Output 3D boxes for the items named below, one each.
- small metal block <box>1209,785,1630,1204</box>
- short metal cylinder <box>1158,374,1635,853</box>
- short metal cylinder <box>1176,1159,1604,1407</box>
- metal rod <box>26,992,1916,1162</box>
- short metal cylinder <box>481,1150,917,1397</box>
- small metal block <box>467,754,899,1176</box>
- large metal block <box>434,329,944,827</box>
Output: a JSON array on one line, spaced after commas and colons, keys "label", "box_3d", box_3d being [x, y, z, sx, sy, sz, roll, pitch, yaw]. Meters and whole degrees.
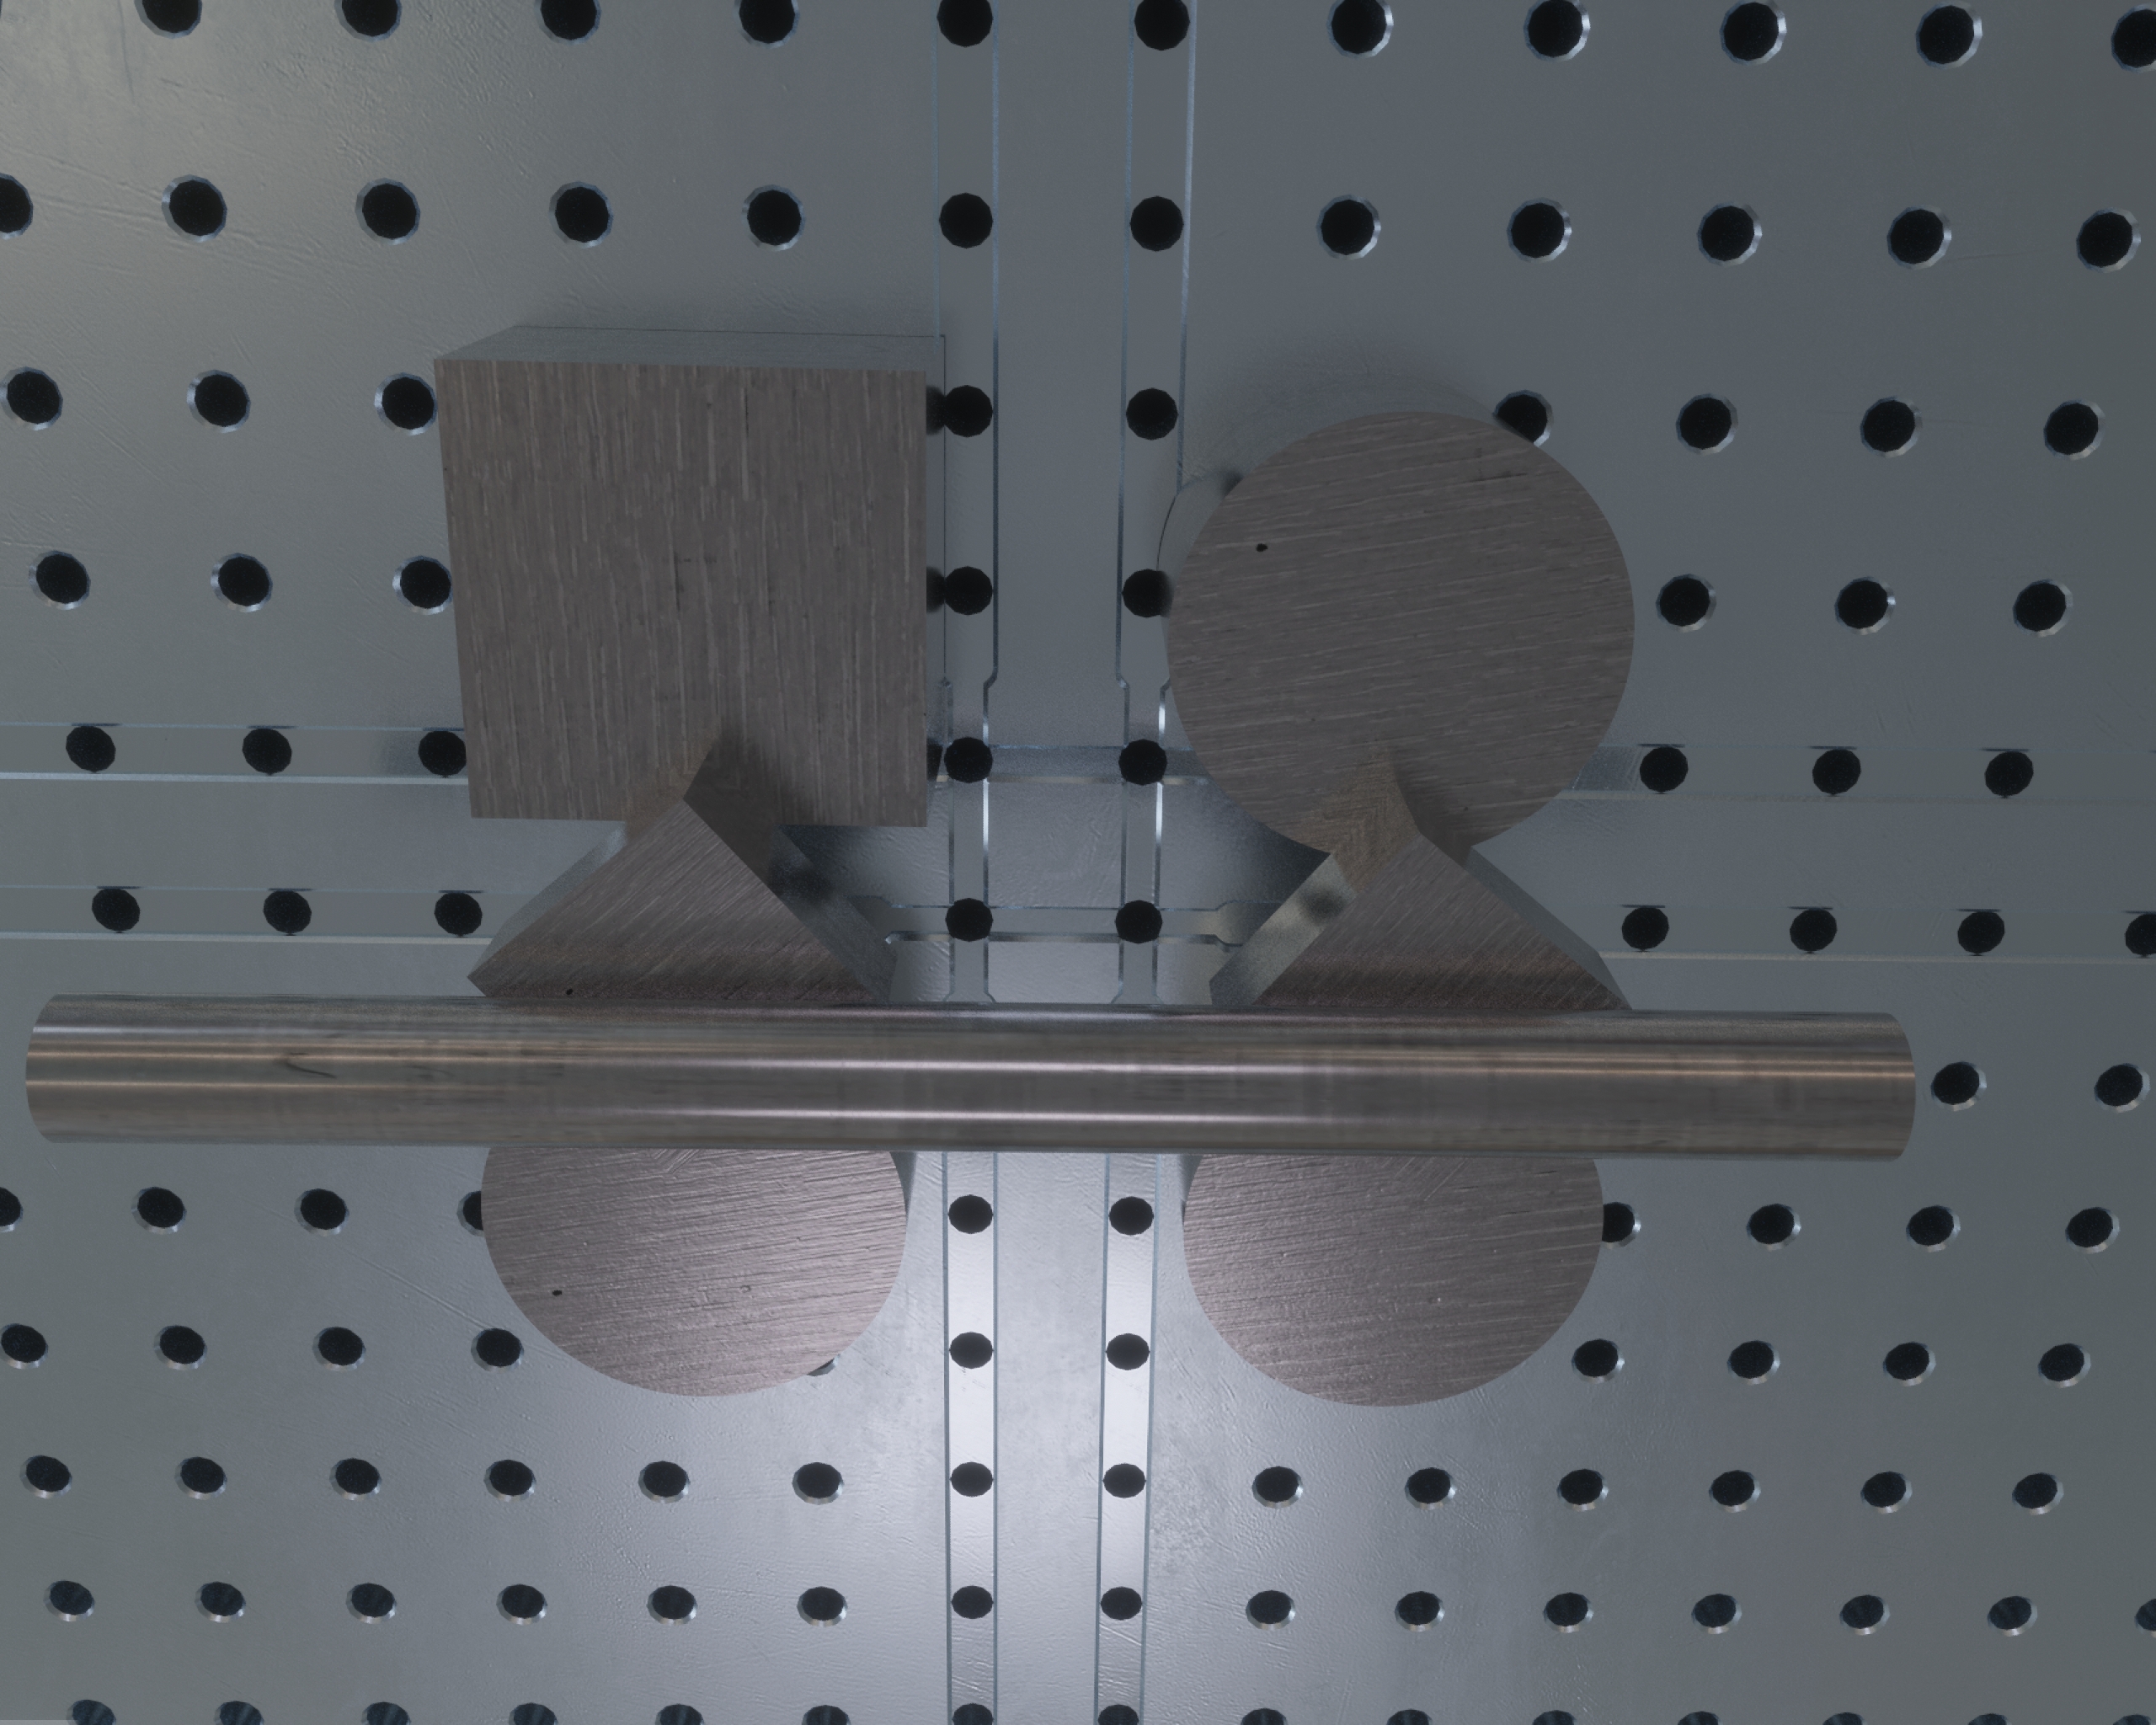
[{"label": "small metal block", "box_3d": [0.059, 0.023, 0.369, 0.050, 0.025, 0.050, 39, 105, -13]}, {"label": "short metal cylinder", "box_3d": [0.056, -0.046, 0.383, 0.081, 0.050, 0.079, 0, 110, 0]}, {"label": "short metal cylinder", "box_3d": [0.061, 0.062, 0.423, 0.081, 0.050, 0.079, 0, 110, 0]}, {"label": "metal rod", "box_3d": [-0.016, 0.036, 0.346, 0.302, 0.025, 0.025, 1, 110, -1]}, {"label": "short metal cylinder", "box_3d": [-0.073, 0.059, 0.420, 0.081, 0.050, 0.079, 0, 110, 0]}, {"label": "small metal block", "box_3d": [-0.068, 0.018, 0.366, 0.050, 0.025, 0.050, -38, 106, 13]}, {"label": "large metal block", "box_3d": [-0.066, -0.053, 0.379, 0.081, 0.050, 0.079, 1, 110, -1]}]
